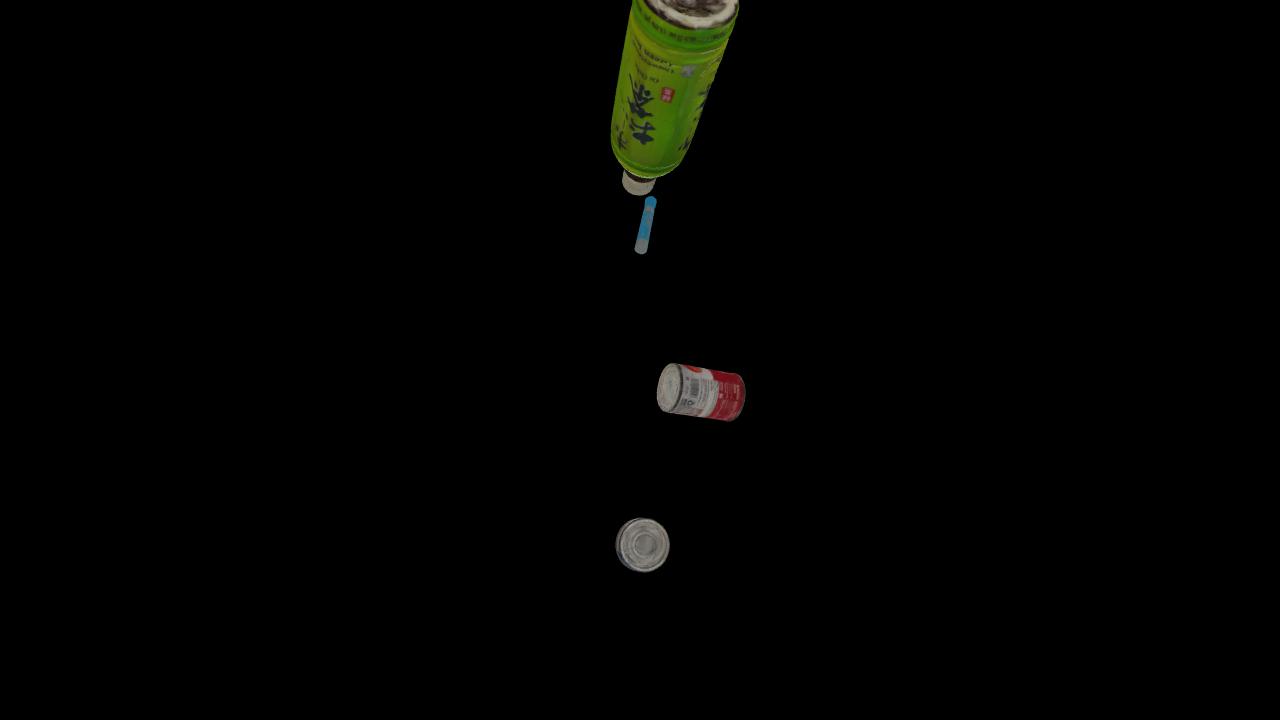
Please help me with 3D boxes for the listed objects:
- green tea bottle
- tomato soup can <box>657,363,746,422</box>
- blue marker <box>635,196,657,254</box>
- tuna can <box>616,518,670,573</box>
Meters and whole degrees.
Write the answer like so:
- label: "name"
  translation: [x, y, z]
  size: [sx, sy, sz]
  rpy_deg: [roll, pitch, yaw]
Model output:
- label: "green tea bottle"
  translation: [0.015, -0.203, 0.486]
  size: [0.073, 0.073, 0.212]
  rpy_deg: [0, -17, -9]
- label: "tomato soup can"
  translation: [0.081, 0.044, 0.825]
  size: [0.101, 0.068, 0.068]
  rpy_deg: [9, -4, -25]
- label: "blue marker"
  translation: [0.010, -0.208, 0.936]
  size: [0.020, 0.121, 0.020]
  rpy_deg: [6, -38, 5]
- label: "tuna can"
  translation: [0.005, 0.295, 0.980]
  size: [0.084, 0.084, 0.034]
  rpy_deg: [0, -14, -13]
